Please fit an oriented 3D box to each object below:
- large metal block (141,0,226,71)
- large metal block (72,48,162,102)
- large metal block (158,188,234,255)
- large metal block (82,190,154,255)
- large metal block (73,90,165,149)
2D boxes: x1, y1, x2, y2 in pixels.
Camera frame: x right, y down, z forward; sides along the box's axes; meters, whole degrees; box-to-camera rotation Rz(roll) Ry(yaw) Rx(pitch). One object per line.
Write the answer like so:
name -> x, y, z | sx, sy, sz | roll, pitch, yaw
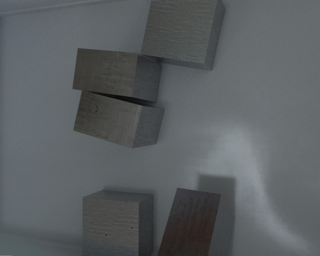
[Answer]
large metal block -> 0.030, -0.121, 0.387 | 0.080, 0.050, 0.080 | 13, 95, 19
large metal block -> -0.052, -0.066, 0.399 | 0.080, 0.080, 0.050 | 9, 93, 20
large metal block -> 0.044, 0.123, 0.346 | 0.050, 0.080, 0.080 | 3, 57, 27
large metal block -> -0.055, 0.131, 0.417 | 0.080, 0.050, 0.080 | 1, 90, 20
large metal block -> -0.049, -0.011, 0.398 | 0.080, 0.080, 0.050 | 16, 96, 18
